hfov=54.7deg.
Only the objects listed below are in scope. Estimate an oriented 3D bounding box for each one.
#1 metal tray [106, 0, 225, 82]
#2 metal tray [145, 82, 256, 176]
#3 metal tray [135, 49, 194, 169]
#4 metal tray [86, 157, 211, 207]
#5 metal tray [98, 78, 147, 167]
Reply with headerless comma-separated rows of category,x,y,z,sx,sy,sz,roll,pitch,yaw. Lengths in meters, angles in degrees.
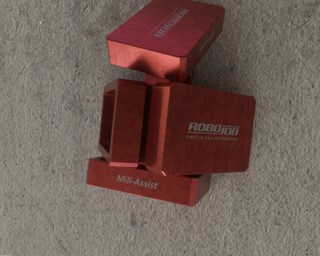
metal tray,0.011,-0.109,0.357,0.090,0.130,0.030,19,137,18
metal tray,0.049,0.003,0.339,0.030,0.131,0.089,9,94,53
metal tray,0.009,-0.021,0.371,0.030,0.090,0.129,8,93,19
metal tray,-0.010,0.058,0.378,0.130,0.090,0.030,8,93,19
metal tray,-0.050,-0.009,0.375,0.030,0.130,0.089,5,92,-17
